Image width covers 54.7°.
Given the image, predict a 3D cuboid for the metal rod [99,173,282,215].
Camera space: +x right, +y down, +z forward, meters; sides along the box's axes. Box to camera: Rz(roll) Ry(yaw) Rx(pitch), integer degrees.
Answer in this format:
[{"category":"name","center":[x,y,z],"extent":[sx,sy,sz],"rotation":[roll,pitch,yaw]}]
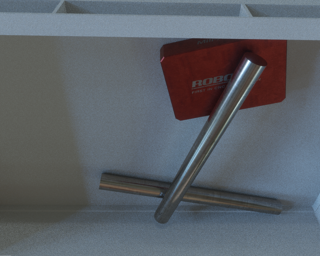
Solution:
[{"category":"metal rod","center":[0.055,0.109,0.502],"extent":[0.302,0.025,0.025],"rotation":[10,129,-10]}]

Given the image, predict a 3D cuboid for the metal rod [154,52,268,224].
[{"category":"metal rod","center":[0.049,0.037,0.403],"extent":[0.025,0.025,0.298],"rotation":[14,130,-12]}]

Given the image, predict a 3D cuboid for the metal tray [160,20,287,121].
[{"category":"metal tray","center":[0.073,-0.062,0.355],"extent":[0.131,0.030,0.090],"rotation":[-11,130,8]}]
